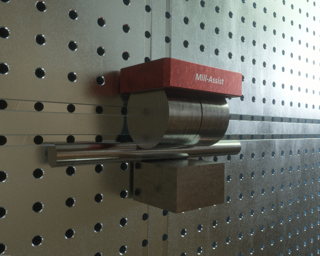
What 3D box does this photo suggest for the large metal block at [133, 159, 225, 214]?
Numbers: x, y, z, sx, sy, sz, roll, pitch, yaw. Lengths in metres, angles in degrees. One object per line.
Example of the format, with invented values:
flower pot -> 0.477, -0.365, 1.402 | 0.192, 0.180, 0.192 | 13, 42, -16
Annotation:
large metal block -> 0.023, 0.067, 0.388 | 0.081, 0.080, 0.050 | 1, 90, -40

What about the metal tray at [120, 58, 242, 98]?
metal tray -> 0.028, -0.056, 0.386 | 0.131, 0.090, 0.030 | 1, 89, -40

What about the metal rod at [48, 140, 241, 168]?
metal rod -> 0.007, 0.030, 0.410 | 0.302, 0.025, 0.025 | 1, 90, -40

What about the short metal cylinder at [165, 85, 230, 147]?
short metal cylinder -> 0.043, -0.015, 0.406 | 0.050, 0.080, 0.080 | 2, 89, -40

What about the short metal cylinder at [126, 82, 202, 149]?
short metal cylinder -> 0.003, -0.016, 0.373 | 0.050, 0.080, 0.079 | 1, 90, -40
